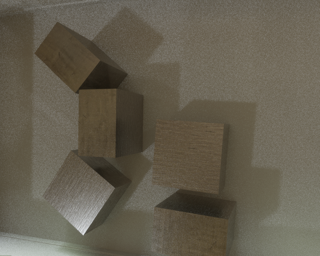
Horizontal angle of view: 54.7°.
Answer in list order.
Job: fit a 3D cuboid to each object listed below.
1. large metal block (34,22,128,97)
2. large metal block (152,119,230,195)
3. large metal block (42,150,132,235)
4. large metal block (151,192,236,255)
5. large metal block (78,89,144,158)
[{"bbox_3d":[-0.102,-0.085,0.415,0.080,0.080,0.050,43,101,15],"label":"large metal block"},{"bbox_3d":[0.039,0.032,0.383,0.080,0.050,0.079,5,92,19],"label":"large metal block"},{"bbox_3d":[-0.101,0.085,0.431,0.080,0.050,0.080,37,102,16],"label":"large metal block"},{"bbox_3d":[0.043,0.114,0.365,0.080,0.080,0.050,5,92,19],"label":"large metal block"},{"bbox_3d":[-0.061,-0.006,0.402,0.050,0.080,0.079,1,91,20],"label":"large metal block"}]
